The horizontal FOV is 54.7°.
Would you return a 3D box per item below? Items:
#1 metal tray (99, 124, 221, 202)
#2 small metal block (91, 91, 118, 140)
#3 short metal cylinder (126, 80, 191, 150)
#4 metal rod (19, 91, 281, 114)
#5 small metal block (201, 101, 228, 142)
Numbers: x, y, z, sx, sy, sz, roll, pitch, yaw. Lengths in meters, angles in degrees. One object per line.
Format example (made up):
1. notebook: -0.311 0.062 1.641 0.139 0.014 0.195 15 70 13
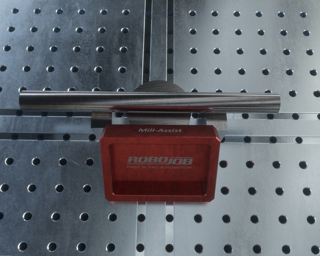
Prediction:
1. metal tray: 0.000 0.042 0.364 0.131 0.089 0.030 0 27 0
2. small metal block: -0.071 -0.015 0.404 0.025 0.050 0.050 -1 70 0
3. short metal cylinder: -0.001 -0.015 0.404 0.081 0.050 0.080 0 70 0
4. metal rod: -0.012 -0.031 0.369 0.302 0.025 0.025 1 70 0
5. small metal block: 0.069 -0.012 0.403 0.025 0.050 0.050 -1 70 0
